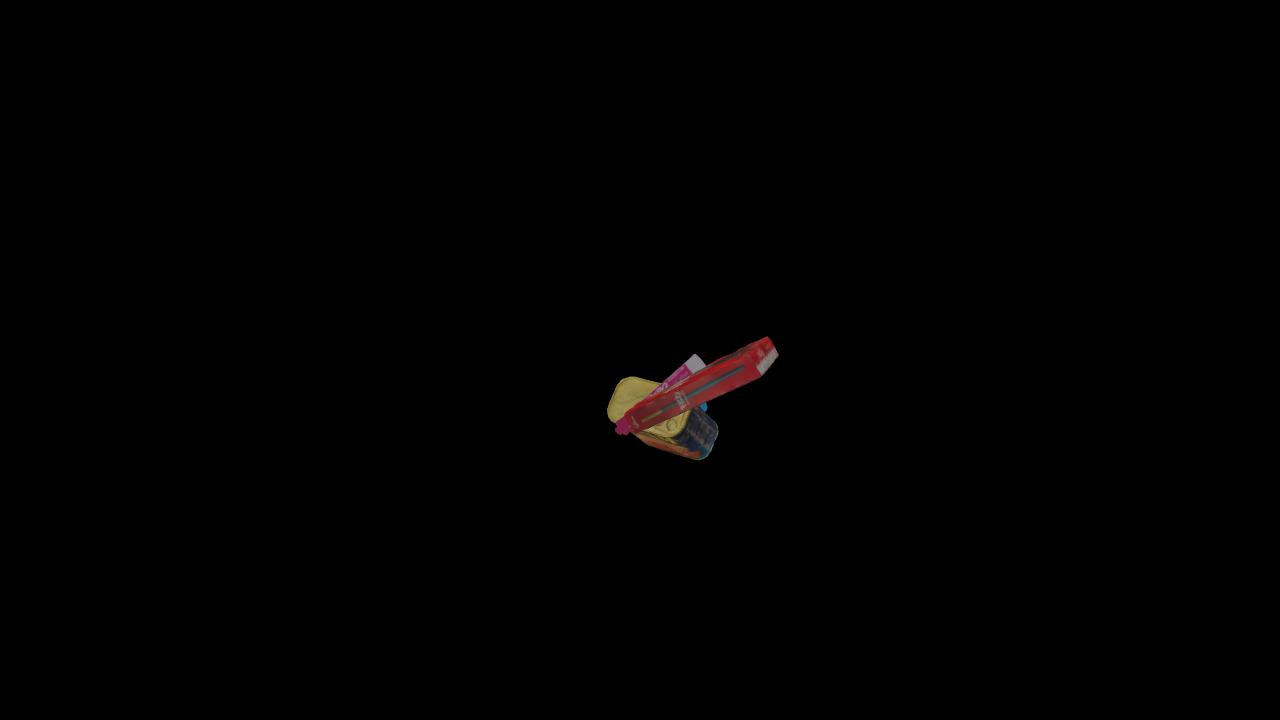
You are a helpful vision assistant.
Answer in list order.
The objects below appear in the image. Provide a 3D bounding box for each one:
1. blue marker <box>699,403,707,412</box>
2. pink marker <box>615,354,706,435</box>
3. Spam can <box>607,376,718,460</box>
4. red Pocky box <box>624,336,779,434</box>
[{"bbox_3d":[0.051,0.053,0.761,0.020,0.020,0.121,0,-10,33],"label":"blue marker"},{"bbox_3d":[0.020,0.039,0.662,0.121,0.020,0.020,-41,-9,10],"label":"pink marker"},{"bbox_3d":[0.028,0.067,0.694,0.101,0.058,0.085,13,-19,35],"label":"Spam can"},{"bbox_3d":[0.063,0.026,0.638,0.155,0.028,0.083,-28,2,28],"label":"red Pocky box"}]
